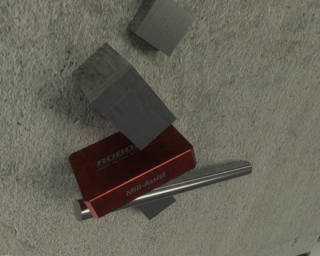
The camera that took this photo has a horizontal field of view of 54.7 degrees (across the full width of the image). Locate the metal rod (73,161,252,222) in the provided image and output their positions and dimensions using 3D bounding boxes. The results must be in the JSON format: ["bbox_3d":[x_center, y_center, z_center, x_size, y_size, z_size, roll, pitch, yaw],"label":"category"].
[{"bbox_3d":[0.027,0.082,0.445,0.303,0.025,0.025,-6,122,-36],"label":"metal rod"}]

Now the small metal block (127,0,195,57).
[{"bbox_3d":[0.001,-0.115,0.338,0.050,0.025,0.050,26,104,-38],"label":"small metal block"}]

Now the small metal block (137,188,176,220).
[{"bbox_3d":[-0.011,0.104,0.467,0.050,0.025,0.050,-36,130,-5],"label":"small metal block"}]

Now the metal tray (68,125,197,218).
[{"bbox_3d":[-0.034,0.039,0.371,0.131,0.090,0.030,-26,128,-13],"label":"metal tray"}]

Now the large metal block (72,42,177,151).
[{"bbox_3d":[-0.039,-0.035,0.330,0.050,0.080,0.080,-42,130,0],"label":"large metal block"}]
